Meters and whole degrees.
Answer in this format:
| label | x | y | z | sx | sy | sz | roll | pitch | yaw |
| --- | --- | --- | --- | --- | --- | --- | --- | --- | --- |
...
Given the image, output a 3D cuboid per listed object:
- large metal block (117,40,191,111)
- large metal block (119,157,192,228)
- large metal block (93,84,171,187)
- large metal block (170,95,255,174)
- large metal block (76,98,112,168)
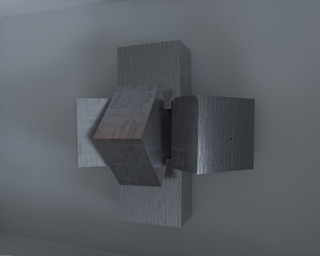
| label | x | y | z | sx | sy | sz | roll | pitch | yaw |
| --- | --- | --- | --- | --- | --- | --- | --- | --- | --- |
| large metal block | -0.006 | -0.062 | 0.395 | 0.080 | 0.050 | 0.080 | -2 | 90 | 20 |
| large metal block | -0.004 | 0.076 | 0.397 | 0.080 | 0.050 | 0.080 | 1 | 90 | 20 |
| large metal block | -0.023 | 0.009 | 0.346 | 0.050 | 0.080 | 0.080 | -1 | 46 | 19 |
| large metal block | 0.059 | 0.006 | 0.351 | 0.050 | 0.081 | 0.079 | 2 | 92 | 58 |
| large metal block | -0.082 | 0.005 | 0.401 | 0.050 | 0.080 | 0.080 | -1 | 90 | -16 |
